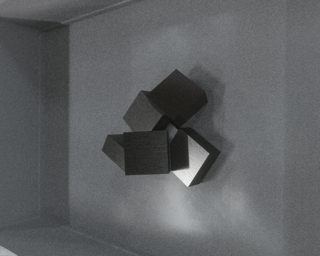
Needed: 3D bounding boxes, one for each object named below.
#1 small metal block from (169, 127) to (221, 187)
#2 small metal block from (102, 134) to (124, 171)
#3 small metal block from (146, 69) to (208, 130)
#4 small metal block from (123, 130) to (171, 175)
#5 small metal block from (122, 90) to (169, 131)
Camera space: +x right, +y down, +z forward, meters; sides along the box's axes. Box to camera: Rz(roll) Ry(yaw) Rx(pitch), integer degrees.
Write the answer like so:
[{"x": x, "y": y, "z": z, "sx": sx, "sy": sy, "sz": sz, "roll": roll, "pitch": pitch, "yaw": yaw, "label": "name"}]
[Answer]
[{"x": 0.036, "y": 0.034, "z": 0.373, "sx": 0.050, "sy": 0.025, "sz": 0.050, "roll": 42, "pitch": 115, "yaw": 31, "label": "small metal block"}, {"x": -0.041, "y": 0.032, "z": 0.419, "sx": 0.050, "sy": 0.050, "sz": 0.025, "roll": 36, "pitch": 112, "yaw": 34, "label": "small metal block"}, {"x": 0.020, "y": -0.035, "z": 0.372, "sx": 0.050, "sy": 0.025, "sz": 0.050, "roll": -42, "pitch": 60, "yaw": -6, "label": "small metal block"}, {"x": -0.015, "y": 0.029, "z": 0.368, "sx": 0.050, "sy": 0.025, "sz": 0.050, "roll": -3, "pitch": 87, "yaw": 7, "label": "small metal block"}, {"x": -0.016, "y": -0.015, "z": 0.415, "sx": 0.050, "sy": 0.025, "sz": 0.050, "roll": 51, "pitch": 120, "yaw": 27, "label": "small metal block"}]
